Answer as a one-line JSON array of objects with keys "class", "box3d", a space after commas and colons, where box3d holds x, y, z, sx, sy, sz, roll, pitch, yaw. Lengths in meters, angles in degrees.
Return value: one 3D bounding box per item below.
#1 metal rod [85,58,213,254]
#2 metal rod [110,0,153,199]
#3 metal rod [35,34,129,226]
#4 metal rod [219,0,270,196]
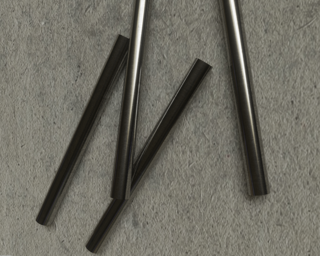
[{"class": "metal rod", "box3d": [-0.020, 0.044, 0.415, 0.025, 0.025, 0.299, 34, 101, 17]}, {"class": "metal rod", "box3d": [-0.035, -0.059, 0.406, 0.025, 0.025, 0.298, 5, 86, 20]}, {"class": "metal rod", "box3d": [-0.112, 0.009, 0.448, 0.025, 0.025, 0.298, 29, 99, 17]}, {"class": "metal rod", "box3d": [0.097, -0.070, 0.374, 0.025, 0.025, 0.298, -9, 87, 20]}]
